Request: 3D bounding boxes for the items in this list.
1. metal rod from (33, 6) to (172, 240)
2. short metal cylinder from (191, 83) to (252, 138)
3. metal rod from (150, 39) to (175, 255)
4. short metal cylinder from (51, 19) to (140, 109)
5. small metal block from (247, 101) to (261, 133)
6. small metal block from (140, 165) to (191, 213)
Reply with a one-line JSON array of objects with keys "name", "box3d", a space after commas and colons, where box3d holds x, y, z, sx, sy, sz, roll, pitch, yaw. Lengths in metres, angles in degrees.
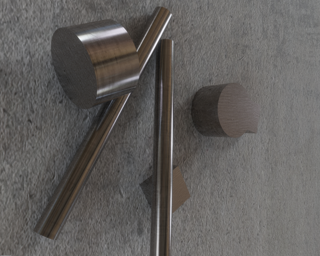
[{"name": "metal rod", "box3d": [-0.055, -0.022, 0.358, 0.025, 0.025, 0.300, 38, 67, -34]}, {"name": "short metal cylinder", "box3d": [0.093, -0.026, 0.467, 0.081, 0.050, 0.079, 0, 90, -40]}, {"name": "metal rod", "box3d": [0.004, 0.034, 0.381, 0.025, 0.025, 0.299, 11, 75, -40]}, {"name": "short metal cylinder", "box3d": [-0.066, -0.065, 0.313, 0.050, 0.080, 0.080, -27, 107, -37]}, {"name": "small metal block", "box3d": [0.142, -0.021, 0.524, 0.050, 0.025, 0.050, 18, 79, -39]}, {"name": "small metal block", "box3d": [0.008, 0.083, 0.412, 0.050, 0.025, 0.050, -35, 112, -34]}]
